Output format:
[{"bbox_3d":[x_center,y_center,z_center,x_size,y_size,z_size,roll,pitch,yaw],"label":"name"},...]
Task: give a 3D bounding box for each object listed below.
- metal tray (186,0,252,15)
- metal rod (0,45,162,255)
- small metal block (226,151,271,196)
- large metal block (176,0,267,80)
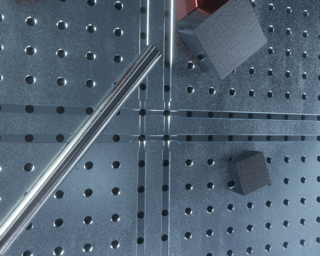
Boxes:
[{"bbox_3d":[0.078,-0.227,0.439,0.091,0.030,0.129,-8,93,-20],"label":"metal tray"},{"bbox_3d":[-0.095,0.016,0.378,0.025,0.025,0.300,40,77,-16],"label":"metal rod"},{"bbox_3d":[0.133,0.066,0.464,0.050,0.025,0.050,-19,97,-19],"label":"small metal block"},{"bbox_3d":[0.082,-0.125,0.411,0.080,0.050,0.080,-40,121,-3],"label":"large metal block"}]
